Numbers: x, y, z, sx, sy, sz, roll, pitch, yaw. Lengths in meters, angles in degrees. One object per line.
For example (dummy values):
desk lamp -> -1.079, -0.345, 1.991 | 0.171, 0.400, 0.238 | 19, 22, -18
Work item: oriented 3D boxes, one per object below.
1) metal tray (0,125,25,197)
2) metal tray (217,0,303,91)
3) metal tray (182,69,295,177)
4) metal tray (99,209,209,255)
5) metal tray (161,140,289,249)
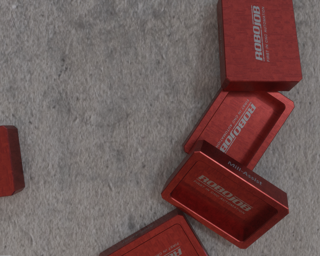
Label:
metal tray -> -0.253, 0.048, 0.404 | 0.131, 0.030, 0.089 | -7, 90, -1
metal tray -> 0.122, -0.112, 0.392 | 0.091, 0.030, 0.129 | 0, 74, -1
metal tray -> 0.101, -0.002, 0.408 | 0.090, 0.030, 0.130 | 34, 90, -1
metal tray -> -0.006, 0.178, 0.407 | 0.130, 0.030, 0.090 | -31, 91, -1
metal tray -> 0.079, 0.085, 0.387 | 0.130, 0.030, 0.089 | 33, 121, -1
